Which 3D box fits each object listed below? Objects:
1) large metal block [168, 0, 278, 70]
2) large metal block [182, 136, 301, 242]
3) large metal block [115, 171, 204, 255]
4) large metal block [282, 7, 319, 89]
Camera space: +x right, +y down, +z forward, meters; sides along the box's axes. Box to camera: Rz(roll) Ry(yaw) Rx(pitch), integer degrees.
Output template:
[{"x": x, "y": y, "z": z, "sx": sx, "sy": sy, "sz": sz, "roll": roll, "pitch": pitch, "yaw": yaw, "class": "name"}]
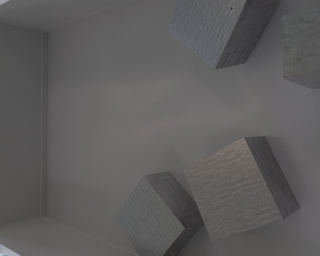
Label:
[{"x": 0.062, "y": -0.120, "z": 0.324, "sx": 0.080, "sy": 0.050, "sz": 0.079, "roll": 49, "pitch": 138, "yaw": 29, "class": "large metal block"}, {"x": 0.082, "y": 0.062, "z": 0.323, "sx": 0.080, "sy": 0.050, "sz": 0.080, "roll": -33, "pitch": 70, "yaw": 35, "class": "large metal block"}, {"x": 0.000, "y": 0.114, "z": 0.391, "sx": 0.080, "sy": 0.050, "sz": 0.080, "roll": 47, "pitch": 118, "yaw": 29, "class": "large metal block"}, {"x": 0.152, "y": -0.063, "z": 0.245, "sx": 0.080, "sy": 0.081, "sz": 0.050, "roll": -1, "pitch": 89, "yaw": 40, "class": "large metal block"}]
